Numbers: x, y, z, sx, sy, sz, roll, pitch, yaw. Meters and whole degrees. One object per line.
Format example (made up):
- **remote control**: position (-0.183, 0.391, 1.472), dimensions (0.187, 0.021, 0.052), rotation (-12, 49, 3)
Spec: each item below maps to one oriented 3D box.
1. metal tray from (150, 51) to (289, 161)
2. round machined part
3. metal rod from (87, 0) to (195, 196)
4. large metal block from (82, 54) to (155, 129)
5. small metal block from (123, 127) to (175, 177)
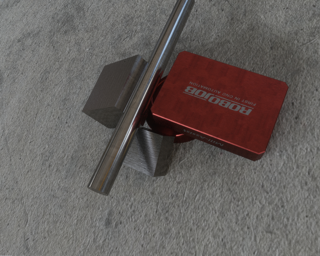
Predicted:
- **metal tray**: position (0.067, -0.028, 0.356), dimensions (0.130, 0.030, 0.090), rotation (21, 73, 14)
- **round machined part**: position (0.024, -0.033, 0.402), dimensions (0.098, 0.042, 0.098), rotation (-13, 56, 21)
- **metal rod**: position (-0.015, -0.059, 0.395), dimensions (0.025, 0.025, 0.300), rotation (8, 63, 31)
- **large metal block**: position (-0.052, -0.047, 0.432), dimensions (0.080, 0.050, 0.080), rotation (-3, 58, 47)
- **small metal block**: position (-0.014, 0.028, 0.383), dimensions (0.050, 0.025, 0.050), rotation (17, 96, 35)
